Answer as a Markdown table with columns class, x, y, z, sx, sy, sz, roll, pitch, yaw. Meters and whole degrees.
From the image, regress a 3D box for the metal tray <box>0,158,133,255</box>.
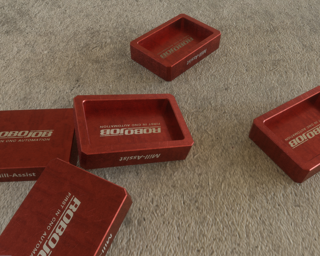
| class | x | y | z | sx | sy | sz | roll | pitch | yaw |
| --- | --- | --- | --- | --- | --- | --- | --- | --- | --- |
| metal tray | -0.096 | 0.103 | 0.293 | 0.090 | 0.030 | 0.130 | 21 | 66 | 16 |

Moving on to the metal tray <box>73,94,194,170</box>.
| class | x | y | z | sx | sy | sz | roll | pitch | yaw |
| --- | --- | --- | --- | --- | --- | --- | --- | --- | --- |
| metal tray | -0.035 | 0.000 | 0.379 | 0.131 | 0.030 | 0.090 | -3 | 50 | -21 |

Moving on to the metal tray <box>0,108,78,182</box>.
| class | x | y | z | sx | sy | sz | roll | pitch | yaw |
| --- | --- | --- | --- | --- | --- | --- | --- | --- | --- |
| metal tray | -0.169 | 0.020 | 0.382 | 0.131 | 0.030 | 0.090 | -2 | 50 | -2 |

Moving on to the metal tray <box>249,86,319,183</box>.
| class | x | y | z | sx | sy | sz | roll | pitch | yaw |
| --- | --- | --- | --- | --- | --- | --- | --- | --- | --- |
| metal tray | 0.194 | 0.003 | 0.398 | 0.131 | 0.030 | 0.090 | -25 | 54 | -20 |

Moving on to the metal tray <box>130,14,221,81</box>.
| class | x | y | z | sx | sy | sz | roll | pitch | yaw |
| --- | --- | --- | --- | --- | --- | --- | --- | --- | --- |
| metal tray | 0.027 | -0.138 | 0.515 | 0.090 | 0.030 | 0.131 | 37 | 59 | 26 |
